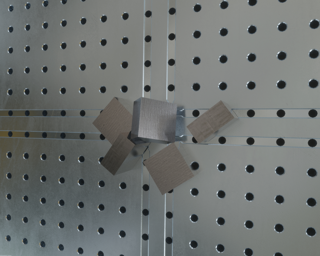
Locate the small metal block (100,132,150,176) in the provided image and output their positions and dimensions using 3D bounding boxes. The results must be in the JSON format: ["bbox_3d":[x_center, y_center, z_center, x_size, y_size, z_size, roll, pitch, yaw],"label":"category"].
[{"bbox_3d":[-0.045,0.033,0.415,0.025,0.050,0.050,38,103,16],"label":"small metal block"}]

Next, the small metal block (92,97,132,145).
[{"bbox_3d":[-0.057,-0.007,0.433,0.050,0.025,0.050,45,104,14],"label":"small metal block"}]

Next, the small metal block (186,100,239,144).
[{"bbox_3d":[0.065,-0.007,0.376,0.050,0.050,0.025,-38,78,16],"label":"small metal block"}]

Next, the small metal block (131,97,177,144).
[{"bbox_3d":[-0.008,-0.008,0.396,0.025,0.050,0.050,-20,64,62],"label":"small metal block"}]

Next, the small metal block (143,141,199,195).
[{"bbox_3d":[0.014,0.052,0.408,0.050,0.025,0.050,-34,80,17],"label":"small metal block"}]
